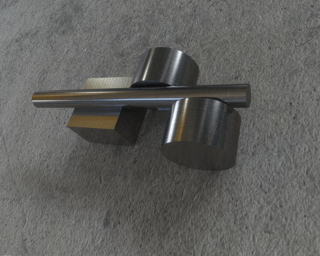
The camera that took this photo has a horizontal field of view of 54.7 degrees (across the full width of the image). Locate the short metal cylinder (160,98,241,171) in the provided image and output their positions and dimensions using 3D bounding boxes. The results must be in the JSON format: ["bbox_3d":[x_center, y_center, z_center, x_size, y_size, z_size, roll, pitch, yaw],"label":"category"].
[{"bbox_3d":[0.045,0.009,0.339,0.080,0.080,0.050,0,62,28],"label":"short metal cylinder"}]

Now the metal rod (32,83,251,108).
[{"bbox_3d":[-0.043,-0.037,0.384,0.301,0.025,0.025,2,63,27],"label":"metal rod"}]

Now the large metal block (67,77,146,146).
[{"bbox_3d":[-0.070,-0.024,0.435,0.080,0.050,0.080,3,63,29],"label":"large metal block"}]

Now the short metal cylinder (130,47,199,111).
[{"bbox_3d":[0.006,-0.059,0.403,0.080,0.080,0.050,2,63,29],"label":"short metal cylinder"}]

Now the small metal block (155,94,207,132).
[{"bbox_3d":[0.030,-0.018,0.382,0.050,0.050,0.025,1,63,28],"label":"small metal block"}]
